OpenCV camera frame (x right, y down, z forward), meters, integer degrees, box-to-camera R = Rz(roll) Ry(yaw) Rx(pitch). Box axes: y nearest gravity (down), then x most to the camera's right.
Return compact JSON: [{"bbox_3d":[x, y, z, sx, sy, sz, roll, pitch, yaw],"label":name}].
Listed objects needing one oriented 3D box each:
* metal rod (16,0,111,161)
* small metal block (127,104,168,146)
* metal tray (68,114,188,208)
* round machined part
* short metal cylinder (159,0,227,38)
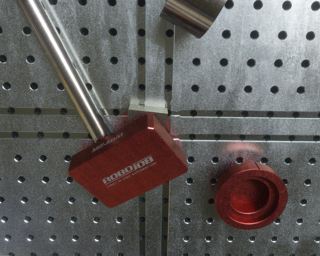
[{"bbox_3d":[-0.110,-0.058,0.390,0.025,0.025,0.299,-22,109,7],"label":"metal rod"},{"bbox_3d":[-0.018,-0.002,0.412,0.050,0.025,0.050,6,110,-3],"label":"small metal block"},{"bbox_3d":[-0.041,0.048,0.408,0.130,0.030,0.090,-29,123,16],"label":"metal tray"},{"bbox_3d":[0.125,0.092,0.440,0.099,0.042,0.097,0,110,-1],"label":"round machined part"},{"bbox_3d":[0.040,-0.144,0.331,0.050,0.080,0.080,27,108,-10],"label":"short metal cylinder"}]
